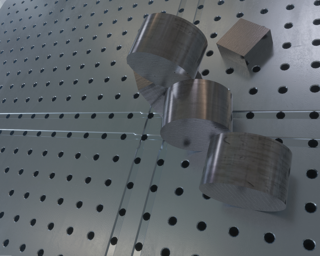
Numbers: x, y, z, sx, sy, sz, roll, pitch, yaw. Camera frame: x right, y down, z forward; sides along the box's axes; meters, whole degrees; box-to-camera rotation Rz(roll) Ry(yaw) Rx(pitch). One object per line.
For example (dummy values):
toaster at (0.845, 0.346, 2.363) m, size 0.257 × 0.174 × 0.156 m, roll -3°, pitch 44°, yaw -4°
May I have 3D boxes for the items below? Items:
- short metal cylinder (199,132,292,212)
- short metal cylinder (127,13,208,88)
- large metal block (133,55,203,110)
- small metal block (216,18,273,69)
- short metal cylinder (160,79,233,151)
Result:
short metal cylinder at (0.083, 0.044, 0.302) m, size 0.080 × 0.080 × 0.050 m, roll 3°, pitch 64°, yaw 30°
short metal cylinder at (0.008, -0.086, 0.358) m, size 0.080 × 0.080 × 0.050 m, roll 13°, pitch 75°, yaw 33°
large metal block at (0.009, -0.085, 0.440) m, size 0.080 × 0.050 × 0.080 m, roll -25°, pitch 53°, yaw 12°
small metal block at (0.114, -0.115, 0.419) m, size 0.050 × 0.025 × 0.050 m, roll -46°, pitch 51°, yaw -4°
short metal cylinder at (0.043, -0.012, 0.358) m, size 0.080 × 0.080 × 0.050 m, roll -7°, pitch 59°, yaw 24°
